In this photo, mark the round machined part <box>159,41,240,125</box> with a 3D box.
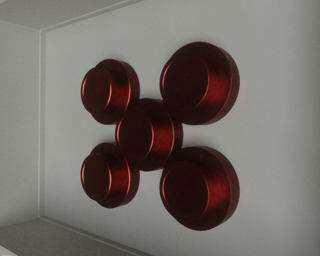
[{"bbox_3d":[0.038,-0.052,0.361,0.098,0.042,0.097,0,90,39],"label":"round machined part"}]

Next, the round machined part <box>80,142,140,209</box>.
[{"bbox_3d":[-0.080,0.070,0.457,0.098,0.042,0.097,0,90,39],"label":"round machined part"}]

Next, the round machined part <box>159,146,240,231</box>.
[{"bbox_3d":[0.038,0.071,0.361,0.098,0.042,0.097,0,90,39],"label":"round machined part"}]

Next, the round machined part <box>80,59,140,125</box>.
[{"bbox_3d":[-0.080,-0.053,0.457,0.098,0.042,0.097,0,90,39],"label":"round machined part"}]

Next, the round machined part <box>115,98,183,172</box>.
[{"bbox_3d":[-0.021,0.009,0.409,0.098,0.042,0.097,0,90,39],"label":"round machined part"}]
